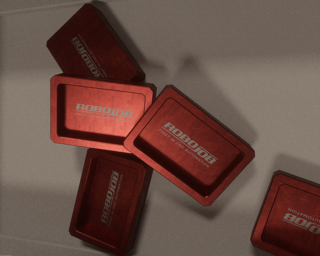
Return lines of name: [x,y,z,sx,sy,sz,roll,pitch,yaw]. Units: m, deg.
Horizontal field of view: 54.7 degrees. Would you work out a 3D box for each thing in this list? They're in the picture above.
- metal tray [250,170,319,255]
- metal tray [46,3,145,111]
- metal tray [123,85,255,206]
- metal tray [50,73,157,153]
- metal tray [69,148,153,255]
metal tray: [0.179,0.112,0.344,0.130,0.030,0.089,20,96,18]
metal tray: [-0.093,-0.097,0.439,0.090,0.030,0.130,-37,78,15]
metal tray: [0.034,0.021,0.371,0.130,0.030,0.090,37,102,-6]
metal tray: [-0.074,-0.019,0.405,0.131,0.030,0.089,8,107,5]
metal tray: [-0.068,0.099,0.430,0.090,0.030,0.129,16,95,19]
